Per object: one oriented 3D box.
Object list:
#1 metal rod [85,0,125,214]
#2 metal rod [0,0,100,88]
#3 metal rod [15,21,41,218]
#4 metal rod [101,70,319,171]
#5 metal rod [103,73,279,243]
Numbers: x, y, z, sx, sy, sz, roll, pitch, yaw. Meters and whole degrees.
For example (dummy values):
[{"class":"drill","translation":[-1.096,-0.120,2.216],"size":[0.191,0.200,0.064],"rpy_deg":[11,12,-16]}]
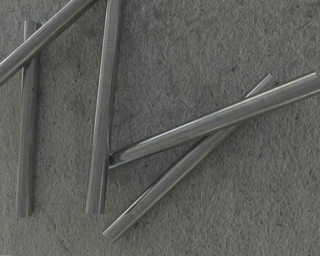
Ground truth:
[{"class":"metal rod","translation":[-0.073,-0.039,0.415],"size":[0.025,0.025,0.298],"rpy_deg":[2,83,20]},{"class":"metal rod","translation":[-0.165,-0.134,0.446],"size":[0.300,0.025,0.025],"rpy_deg":[-38,78,8]},{"class":"metal rod","translation":[-0.204,-0.013,0.481],"size":[0.025,0.025,0.298],"rpy_deg":[4,91,20]},{"class":"metal rod","translation":[0.034,0.004,0.376],"size":[0.300,0.025,0.025],"rpy_deg":[-22,83,26]},{"class":"metal rod","translation":[0.032,0.047,0.397],"size":[0.299,0.025,0.025],"rpy_deg":[-45,76,14]}]
